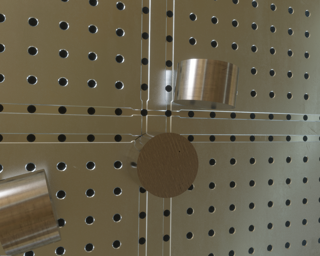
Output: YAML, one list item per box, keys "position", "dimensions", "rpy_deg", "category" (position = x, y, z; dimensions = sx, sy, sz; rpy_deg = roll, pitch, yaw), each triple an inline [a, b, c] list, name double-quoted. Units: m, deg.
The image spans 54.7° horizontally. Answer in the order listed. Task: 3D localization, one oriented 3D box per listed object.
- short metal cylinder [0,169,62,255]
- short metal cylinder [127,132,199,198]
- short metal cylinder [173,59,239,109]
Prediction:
- position: [-0.141, 0.089, 0.331]
  dimensions: [0.050, 0.080, 0.080]
  rpy_deg: [-14, 95, -20]
  category: "short metal cylinder"
- position: [0.002, 0.045, 0.400]
  dimensions: [0.081, 0.050, 0.079]
  rpy_deg: [0, 90, -20]
  category: "short metal cylinder"
- position: [0.060, -0.055, 0.405]
  dimensions: [0.081, 0.080, 0.050]
  rpy_deg: [7, 88, -20]
  category: "short metal cylinder"
